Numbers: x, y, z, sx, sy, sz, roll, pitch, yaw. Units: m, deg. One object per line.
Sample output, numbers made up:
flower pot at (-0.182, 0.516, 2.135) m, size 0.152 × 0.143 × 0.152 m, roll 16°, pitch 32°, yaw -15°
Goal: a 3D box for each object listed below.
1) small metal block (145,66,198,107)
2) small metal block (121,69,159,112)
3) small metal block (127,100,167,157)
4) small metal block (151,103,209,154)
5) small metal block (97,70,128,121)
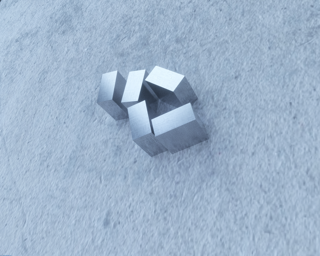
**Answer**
small metal block at (0.016, -0.051, 0.410) m, size 0.050 × 0.050 × 0.025 m, roll 27°, pitch 77°, yaw 37°
small metal block at (-0.024, -0.044, 0.426) m, size 0.025 × 0.050 × 0.050 m, roll -3°, pitch 60°, yaw 26°
small metal block at (-0.015, 0.001, 0.394) m, size 0.025 × 0.050 × 0.050 m, roll -23°, pitch 53°, yaw 14°
small metal block at (0.025, 0.002, 0.373) m, size 0.050 × 0.050 × 0.025 m, roll -24°, pitch 53°, yaw 13°
small metal block at (-0.063, -0.046, 0.447) m, size 0.025 × 0.050 × 0.050 m, roll -9°, pitch 58°, yaw 23°
